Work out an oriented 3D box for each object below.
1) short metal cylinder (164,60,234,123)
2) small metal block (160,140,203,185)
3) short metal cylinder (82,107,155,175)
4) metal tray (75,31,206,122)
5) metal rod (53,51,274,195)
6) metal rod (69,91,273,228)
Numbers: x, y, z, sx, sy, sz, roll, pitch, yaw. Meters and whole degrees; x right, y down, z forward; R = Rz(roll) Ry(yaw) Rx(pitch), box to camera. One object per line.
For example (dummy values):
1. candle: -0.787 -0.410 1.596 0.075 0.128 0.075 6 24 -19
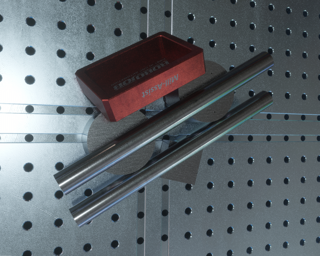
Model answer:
1. short metal cylinder: 0.052 -0.047 0.420 0.081 0.050 0.079 0 90 -21
2. small metal block: 0.026 0.047 0.422 0.050 0.025 0.050 16 85 -20
3. short metal cylinder: -0.052 0.014 0.381 0.081 0.050 0.079 0 90 -21
4. metal tray: -0.023 -0.067 0.369 0.131 0.090 0.030 -30 132 -18
5. metal rod: 0.019 -0.016 0.366 0.302 0.025 0.025 -31 101 -18
6. metal rod: 0.028 0.030 0.396 0.302 0.025 0.025 -30 100 -18
